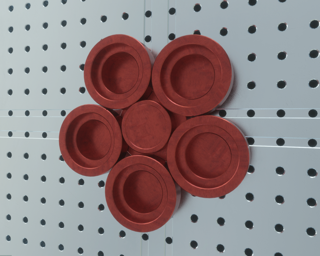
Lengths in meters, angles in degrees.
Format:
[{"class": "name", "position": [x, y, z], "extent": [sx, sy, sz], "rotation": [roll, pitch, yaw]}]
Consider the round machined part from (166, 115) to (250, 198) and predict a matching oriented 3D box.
[{"class": "round machined part", "position": [0.061, 0.033, 0.382], "extent": [0.098, 0.042, 0.097], "rotation": [0, 90, 20]}]

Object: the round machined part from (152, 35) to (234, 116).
[{"class": "round machined part", "position": [0.043, -0.063, 0.388], "extent": [0.098, 0.042, 0.097], "rotation": [0, 90, 20]}]

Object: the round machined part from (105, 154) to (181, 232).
[{"class": "round machined part", "position": [-0.019, 0.083, 0.410], "extent": [0.098, 0.042, 0.097], "rotation": [0, 90, 20]}]

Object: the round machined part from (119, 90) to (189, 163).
[{"class": "round machined part", "position": [-0.011, -0.001, 0.407], "extent": [0.098, 0.042, 0.097], "rotation": [0, 90, 20]}]

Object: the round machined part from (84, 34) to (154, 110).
[{"class": "round machined part", "position": [-0.050, -0.073, 0.421], "extent": [0.098, 0.042, 0.097], "rotation": [0, 90, 20]}]

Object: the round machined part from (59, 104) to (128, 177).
[{"class": "round machined part", "position": [-0.088, 0.016, 0.435], "extent": [0.098, 0.042, 0.097], "rotation": [0, 90, 20]}]
